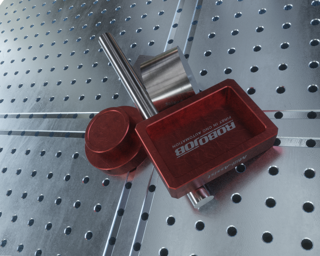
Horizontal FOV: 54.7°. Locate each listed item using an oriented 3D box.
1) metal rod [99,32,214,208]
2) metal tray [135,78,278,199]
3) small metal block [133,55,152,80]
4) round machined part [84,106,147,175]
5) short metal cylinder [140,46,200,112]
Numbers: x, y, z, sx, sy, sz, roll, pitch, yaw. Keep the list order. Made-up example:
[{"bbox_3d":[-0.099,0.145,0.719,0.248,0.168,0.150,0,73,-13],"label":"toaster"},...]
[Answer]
[{"bbox_3d":[-0.019,-0.030,0.413,0.025,0.025,0.299,-34,59,5],"label":"metal rod"},{"bbox_3d":[0.050,0.008,0.346,0.131,0.030,0.090,-27,59,-9],"label":"metal tray"},{"bbox_3d":[-0.016,-0.081,0.465,0.050,0.025,0.050,14,69,33],"label":"small metal block"},{"bbox_3d":[-0.062,0.010,0.421,0.098,0.042,0.098,-13,56,20],"label":"round machined part"},{"bbox_3d":[0.016,-0.058,0.399,0.050,0.080,0.080,-23,54,14],"label":"short metal cylinder"}]
